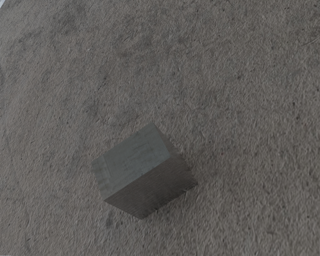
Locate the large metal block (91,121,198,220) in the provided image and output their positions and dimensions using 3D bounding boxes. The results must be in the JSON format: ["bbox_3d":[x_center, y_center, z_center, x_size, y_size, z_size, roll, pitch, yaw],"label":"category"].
[{"bbox_3d":[-0.015,0.051,0.346,0.080,0.080,0.050,-34,51,6],"label":"large metal block"}]
